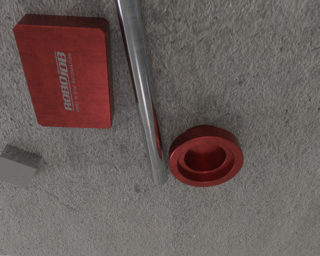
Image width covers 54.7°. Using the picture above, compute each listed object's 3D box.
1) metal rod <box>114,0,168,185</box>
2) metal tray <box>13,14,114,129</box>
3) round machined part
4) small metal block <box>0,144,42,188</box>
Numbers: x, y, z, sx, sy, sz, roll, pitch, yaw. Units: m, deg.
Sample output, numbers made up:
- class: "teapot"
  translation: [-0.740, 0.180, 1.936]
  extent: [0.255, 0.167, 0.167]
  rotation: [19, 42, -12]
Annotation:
- class: "metal rod"
  translation: [-0.018, -0.035, 0.377]
  extent: [0.025, 0.025, 0.298]
  rotation: [-5, 130, 4]
- class: "metal tray"
  translation: [-0.102, -0.059, 0.353]
  extent: [0.091, 0.030, 0.129]
  rotation: [2, 130, -2]
- class: "round machined part"
  translation: [0.061, 0.034, 0.426]
  extent: [0.099, 0.042, 0.097]
  rotation: [0, 130, 0]
- class: "small metal block"
  translation: [-0.209, 0.057, 0.453]
  extent: [0.050, 0.025, 0.050]
  rotation: [25, 126, -20]
